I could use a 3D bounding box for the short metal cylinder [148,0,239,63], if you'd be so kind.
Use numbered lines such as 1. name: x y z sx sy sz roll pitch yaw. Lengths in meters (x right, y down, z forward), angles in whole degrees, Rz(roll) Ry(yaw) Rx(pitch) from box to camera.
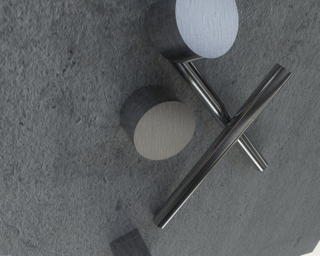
1. short metal cylinder: 0.035 -0.110 0.323 0.081 0.050 0.079 -3 96 -32

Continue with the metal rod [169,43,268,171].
1. metal rod: 0.093 -0.016 0.447 0.025 0.025 0.300 -44 129 2

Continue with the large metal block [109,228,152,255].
1. large metal block: -0.032 0.222 0.491 0.050 0.080 0.080 -28 128 -11

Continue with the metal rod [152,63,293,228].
1. metal rod: 0.079 0.038 0.448 0.025 0.025 0.298 19 116 -36

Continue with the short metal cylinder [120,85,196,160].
1. short metal cylinder: -0.004 -0.007 0.384 0.081 0.050 0.079 -14 124 -21
